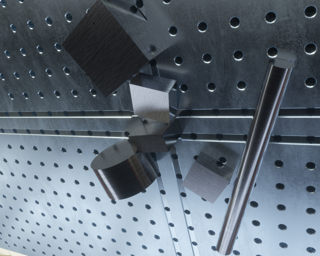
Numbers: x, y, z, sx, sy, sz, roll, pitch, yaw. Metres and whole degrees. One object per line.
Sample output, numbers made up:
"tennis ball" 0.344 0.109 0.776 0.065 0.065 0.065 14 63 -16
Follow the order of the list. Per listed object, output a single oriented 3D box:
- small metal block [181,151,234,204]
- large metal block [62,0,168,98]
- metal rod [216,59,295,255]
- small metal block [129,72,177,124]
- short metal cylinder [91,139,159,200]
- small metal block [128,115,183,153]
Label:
"small metal block" 0.064 0.067 0.418 0.050 0.025 0.050 30 128 8
"large metal block" -0.053 -0.096 0.362 0.080 0.050 0.080 -33 100 38
"metal rod" 0.109 0.060 0.389 0.025 0.025 0.298 17 125 18
"small metal block" -0.007 -0.037 0.384 0.050 0.025 0.050 16 139 18
"short metal cylinder" -0.049 0.055 0.434 0.080 0.080 0.050 -12 112 33
"small metal block" -0.005 0.008 0.401 0.050 0.050 0.025 -4 116 30
